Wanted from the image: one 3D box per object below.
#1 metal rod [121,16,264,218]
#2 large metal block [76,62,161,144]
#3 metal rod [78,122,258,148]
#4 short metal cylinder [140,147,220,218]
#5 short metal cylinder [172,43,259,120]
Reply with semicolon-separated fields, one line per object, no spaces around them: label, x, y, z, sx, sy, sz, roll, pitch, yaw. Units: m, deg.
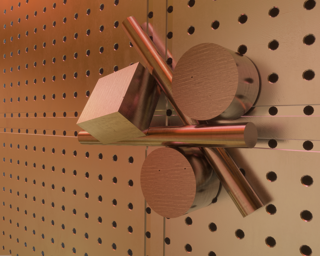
metal rod;0.027;-0.030;0.382;0.025;0.025;0.299;-45;63;30
large metal block;-0.052;-0.030;0.407;0.080;0.050;0.080;-13;47;39
metal rod;-0.019;0.011;0.398;0.300;0.025;0.025;-2;89;46
short metal cylinder;0.023;0.061;0.369;0.080;0.050;0.079;0;90;40
short metal cylinder;0.060;-0.048;0.339;0.080;0.050;0.079;0;90;40
